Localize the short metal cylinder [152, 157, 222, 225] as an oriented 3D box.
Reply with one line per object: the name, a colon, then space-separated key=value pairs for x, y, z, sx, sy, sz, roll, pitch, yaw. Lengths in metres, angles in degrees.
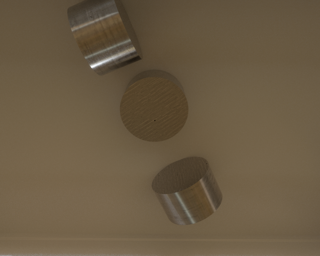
short metal cylinder: x=0.036 y=0.082 z=0.412 sx=0.080 sy=0.080 sz=0.050 roll=-23 pitch=109 yaw=8

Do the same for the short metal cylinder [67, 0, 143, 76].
short metal cylinder: x=-0.058 y=-0.104 z=0.343 sx=0.050 sy=0.080 sz=0.080 roll=-21 pitch=109 yaw=7

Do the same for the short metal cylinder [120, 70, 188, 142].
short metal cylinder: x=-0.007 y=-0.029 z=0.387 sx=0.081 sy=0.050 sz=0.079 roll=0 pitch=110 yaw=0
